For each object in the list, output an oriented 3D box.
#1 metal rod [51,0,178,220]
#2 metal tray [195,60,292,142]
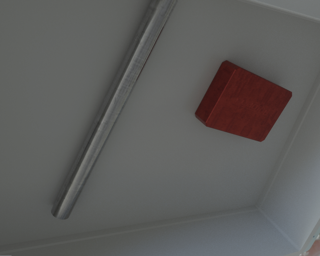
[{"bbox_3d":[-0.061,-0.014,0.367,0.025,0.025,0.298,17,109,-36],"label":"metal rod"},{"bbox_3d":[0.125,-0.035,0.455,0.131,0.030,0.089,14,111,-35],"label":"metal tray"}]
